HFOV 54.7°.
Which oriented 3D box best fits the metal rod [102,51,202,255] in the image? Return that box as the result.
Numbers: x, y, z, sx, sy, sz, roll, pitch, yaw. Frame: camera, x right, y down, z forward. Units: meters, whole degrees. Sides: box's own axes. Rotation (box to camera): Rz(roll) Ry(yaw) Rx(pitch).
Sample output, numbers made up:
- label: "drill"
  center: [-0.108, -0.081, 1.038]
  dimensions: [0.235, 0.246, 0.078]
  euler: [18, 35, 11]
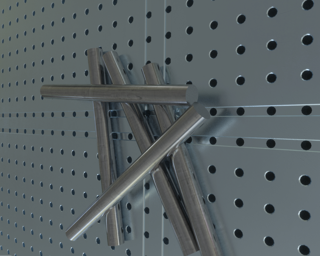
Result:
- label: "metal rod"
  center: [-0.018, 0.021, 0.421]
  dimensions: [0.025, 0.025, 0.299]
  euler: [-37, 68, 33]

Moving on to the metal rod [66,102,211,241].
- label: "metal rod"
  center: [-0.045, 0.073, 0.411]
  dimensions: [0.299, 0.025, 0.025]
  euler: [-45, 63, 30]

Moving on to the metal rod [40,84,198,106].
- label: "metal rod"
  center: [-0.080, -0.050, 0.440]
  dimensions: [0.300, 0.025, 0.025]
  euler: [7, 94, 39]

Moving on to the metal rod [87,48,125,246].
- label: "metal rod"
  center: [-0.084, 0.025, 0.475]
  dimensions: [0.025, 0.025, 0.298]
  euler: [-12, 82, 39]

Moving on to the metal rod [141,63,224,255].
- label: "metal rod"
  center: [0.031, 0.056, 0.382]
  dimensions: [0.025, 0.025, 0.299]
  euler: [-28, 72, 36]
